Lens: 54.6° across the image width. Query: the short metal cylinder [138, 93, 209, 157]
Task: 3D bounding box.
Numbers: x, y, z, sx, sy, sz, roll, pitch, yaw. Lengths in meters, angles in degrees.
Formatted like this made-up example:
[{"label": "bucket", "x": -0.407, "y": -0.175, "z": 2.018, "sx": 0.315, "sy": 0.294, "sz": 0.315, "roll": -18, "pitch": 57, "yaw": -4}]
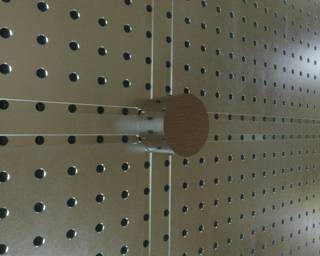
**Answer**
[{"label": "short metal cylinder", "x": 0.019, "y": -0.004, "z": 0.407, "sx": 0.081, "sy": 0.050, "sz": 0.080, "roll": 0, "pitch": 90, "yaw": -40}]
